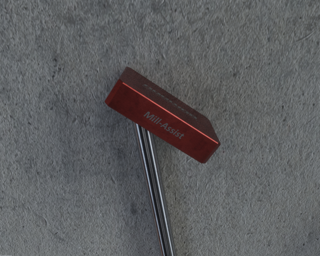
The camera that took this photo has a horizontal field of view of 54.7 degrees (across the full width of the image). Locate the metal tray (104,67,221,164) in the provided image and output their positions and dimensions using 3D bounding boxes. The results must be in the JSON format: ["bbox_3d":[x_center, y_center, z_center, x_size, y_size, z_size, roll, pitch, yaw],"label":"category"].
[{"bbox_3d":[0.004,-0.019,0.368,0.130,0.090,0.030,32,107,-12],"label":"metal tray"}]

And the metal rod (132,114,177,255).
[{"bbox_3d":[0.000,0.121,0.454,0.025,0.025,0.298,-9,110,3],"label":"metal rod"}]
